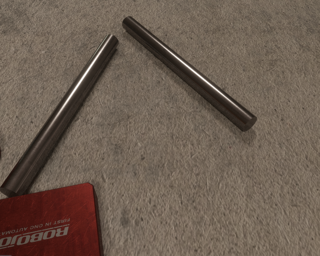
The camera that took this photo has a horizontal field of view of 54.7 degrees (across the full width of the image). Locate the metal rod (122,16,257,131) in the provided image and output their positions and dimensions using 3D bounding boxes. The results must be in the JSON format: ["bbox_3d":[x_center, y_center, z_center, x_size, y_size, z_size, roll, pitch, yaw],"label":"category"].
[{"bbox_3d":[0.030,-0.098,0.485,0.025,0.025,0.300,-29,56,-23],"label":"metal rod"}]

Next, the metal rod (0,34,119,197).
[{"bbox_3d":[-0.123,-0.038,0.433,0.025,0.025,0.300,13,51,10],"label":"metal rod"}]

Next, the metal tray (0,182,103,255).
[{"bbox_3d":[-0.126,0.111,0.305,0.131,0.030,0.090,-10,51,-9],"label":"metal tray"}]
